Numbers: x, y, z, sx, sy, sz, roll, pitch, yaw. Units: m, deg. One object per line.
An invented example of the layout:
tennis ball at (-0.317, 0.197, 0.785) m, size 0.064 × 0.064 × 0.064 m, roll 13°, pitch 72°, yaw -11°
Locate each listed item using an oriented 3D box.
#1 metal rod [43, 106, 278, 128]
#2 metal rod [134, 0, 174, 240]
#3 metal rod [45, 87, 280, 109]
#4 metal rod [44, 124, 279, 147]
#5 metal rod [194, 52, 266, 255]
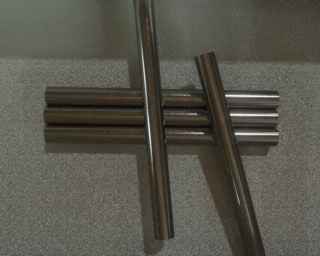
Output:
metal rod at (0.002, -0.015, 0.410) m, size 0.302 × 0.025 × 0.025 m, roll 1°, pitch 90°, yaw -1°
metal rod at (-0.007, -0.013, 0.385) m, size 0.025 × 0.025 × 0.298 m, roll -5°, pitch 90°, yaw -1°
metal rod at (0.003, -0.040, 0.410) m, size 0.302 × 0.025 × 0.025 m, roll 1°, pitch 90°, yaw -1°
metal rod at (0.003, 0.010, 0.410) m, size 0.302 × 0.025 × 0.025 m, roll 1°, pitch 90°, yaw -1°
metal rod at (0.094, 0.054, 0.391) m, size 0.025 × 0.025 × 0.298 m, roll -16°, pitch 97°, yaw 0°
